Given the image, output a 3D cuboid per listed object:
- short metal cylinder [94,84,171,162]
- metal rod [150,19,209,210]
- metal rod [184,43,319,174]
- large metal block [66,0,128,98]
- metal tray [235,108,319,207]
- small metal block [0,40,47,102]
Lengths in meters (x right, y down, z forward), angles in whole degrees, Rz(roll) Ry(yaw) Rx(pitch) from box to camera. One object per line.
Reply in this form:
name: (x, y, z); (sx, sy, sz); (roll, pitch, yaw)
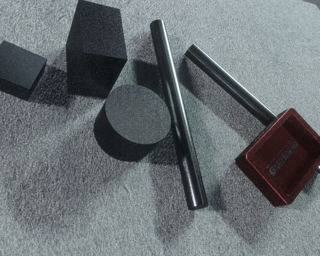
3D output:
short metal cylinder: (-0.034, -0.006, 0.374); (0.081, 0.050, 0.080); (14, 56, -21)
metal rod: (0.021, -0.036, 0.438); (0.025, 0.025, 0.299); (4, 60, -27)
metal rod: (0.161, -0.032, 0.512); (0.300, 0.025, 0.025); (41, 51, 0)
large metal block: (-0.082, -0.094, 0.383); (0.050, 0.080, 0.080); (4, 60, -27)
metal tray: (0.184, 0.040, 0.459); (0.131, 0.030, 0.090); (-39, 86, -27)
small metal block: (-0.166, -0.066, 0.355); (0.050, 0.025, 0.050); (23, 53, -15)
